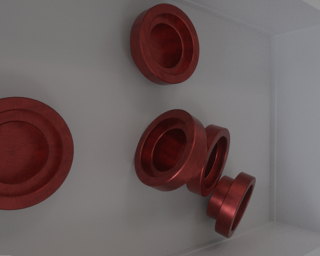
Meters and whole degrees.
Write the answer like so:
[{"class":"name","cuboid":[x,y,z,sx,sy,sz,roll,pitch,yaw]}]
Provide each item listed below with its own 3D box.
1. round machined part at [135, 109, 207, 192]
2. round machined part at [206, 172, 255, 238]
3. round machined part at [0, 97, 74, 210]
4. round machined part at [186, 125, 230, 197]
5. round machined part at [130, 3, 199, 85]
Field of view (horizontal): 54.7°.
[{"class":"round machined part","cuboid":[0.018,0.030,0.374,0.042,0.098,0.098,31,71,-36]},{"class":"round machined part","cuboid":[0.104,0.110,0.465,0.099,0.042,0.097,-43,145,-40]},{"class":"round machined part","cuboid":[-0.134,0.022,0.283,0.099,0.042,0.097,0,90,-40]},{"class":"round machined part","cuboid":[0.058,0.041,0.428,0.099,0.042,0.097,-39,138,-47]},{"class":"round machined part","cuboid":[0.002,-0.103,0.396,0.099,0.042,0.097,0,90,-40]}]
